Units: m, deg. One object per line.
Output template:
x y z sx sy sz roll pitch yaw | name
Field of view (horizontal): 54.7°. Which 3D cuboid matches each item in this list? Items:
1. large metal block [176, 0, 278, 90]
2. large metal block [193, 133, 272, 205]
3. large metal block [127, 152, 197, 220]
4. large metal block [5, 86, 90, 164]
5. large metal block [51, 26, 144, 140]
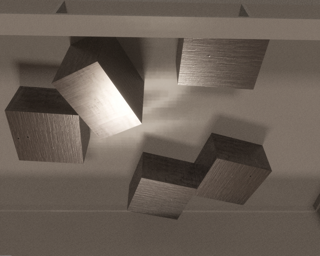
0.062 -0.089 0.318 0.081 0.050 0.079 3 130 -3 | large metal block
0.098 0.061 0.446 0.081 0.050 0.079 14 129 -12 | large metal block
0.001 0.089 0.469 0.081 0.050 0.079 14 129 -12 | large metal block
-0.135 -0.003 0.388 0.081 0.050 0.079 4 130 -4 | large metal block
-0.059 -0.048 0.331 0.050 0.080 0.080 -21 127 17 | large metal block
